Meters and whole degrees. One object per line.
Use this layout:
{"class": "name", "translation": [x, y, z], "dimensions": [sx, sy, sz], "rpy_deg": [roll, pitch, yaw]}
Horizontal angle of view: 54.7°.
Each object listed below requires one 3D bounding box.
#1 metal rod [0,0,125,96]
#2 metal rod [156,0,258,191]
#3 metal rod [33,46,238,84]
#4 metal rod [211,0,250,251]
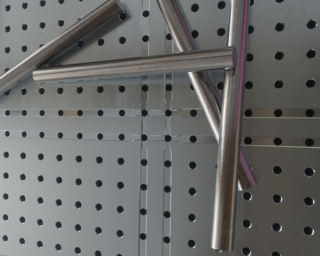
{"class": "metal rod", "translation": [-0.184, -0.107, 0.475], "dimensions": [0.300, 0.025, 0.025], "rpy_deg": [-28, 81, 17]}
{"class": "metal rod", "translation": [0.050, -0.066, 0.394], "dimensions": [0.025, 0.025, 0.299], "rpy_deg": [-25, 82, 18]}
{"class": "metal rod", "translation": [-0.052, -0.079, 0.409], "dimensions": [0.301, 0.025, 0.025], "rpy_deg": [0, 90, 27]}
{"class": "metal rod", "translation": [0.083, -0.015, 0.360], "dimensions": [0.025, 0.025, 0.298], "rpy_deg": [3, 83, 19]}
